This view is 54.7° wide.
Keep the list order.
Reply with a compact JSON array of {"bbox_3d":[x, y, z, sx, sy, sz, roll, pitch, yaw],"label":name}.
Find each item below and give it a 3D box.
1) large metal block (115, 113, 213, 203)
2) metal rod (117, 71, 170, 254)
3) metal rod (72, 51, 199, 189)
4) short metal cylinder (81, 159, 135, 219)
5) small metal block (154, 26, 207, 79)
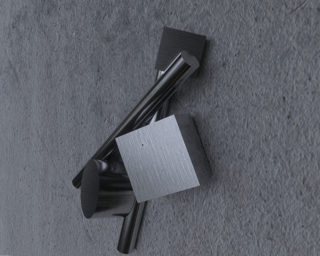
[{"bbox_3d":[0.005,0.034,0.366,0.080,0.050,0.080,-22,85,25],"label":"large metal block"},{"bbox_3d":[-0.016,0.032,0.419,0.025,0.025,0.298,22,104,38],"label":"metal rod"},{"bbox_3d":[-0.051,0.008,0.426,0.298,0.025,0.025,-45,63,38],"label":"metal rod"},{"bbox_3d":[-0.075,0.085,0.435,0.080,0.050,0.080,-20,66,57],"label":"short metal cylinder"},{"bbox_3d":[0.024,-0.089,0.371,0.050,0.025,0.050,13,100,-1],"label":"small metal block"}]
